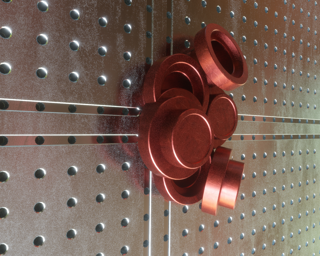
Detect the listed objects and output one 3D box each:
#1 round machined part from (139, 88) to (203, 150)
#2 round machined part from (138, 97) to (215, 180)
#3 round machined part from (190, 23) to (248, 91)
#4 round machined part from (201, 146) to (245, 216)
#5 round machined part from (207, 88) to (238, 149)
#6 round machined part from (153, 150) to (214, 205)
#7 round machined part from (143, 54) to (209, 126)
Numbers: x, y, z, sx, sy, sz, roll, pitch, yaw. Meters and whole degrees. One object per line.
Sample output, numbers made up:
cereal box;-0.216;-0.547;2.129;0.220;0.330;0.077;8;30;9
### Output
round machined part;0.012;-0.002;0.406;0.099;0.042;0.097;0;90;-40
round machined part;0.026;0.012;0.364;0.099;0.042;0.097;0;90;-40
round machined part;0.082;-0.097;0.450;0.098;0.042;0.098;24;53;-36
round machined part;0.093;0.078;0.443;0.098;0.042;0.098;13;91;-73
round machined part;0.079;-0.016;0.463;0.099;0.042;0.097;0;90;-40
round machined part;0.028;0.052;0.420;0.099;0.042;0.097;0;90;-40
round machined part;0.017;-0.046;0.411;0.099;0.042;0.097;0;90;-40
